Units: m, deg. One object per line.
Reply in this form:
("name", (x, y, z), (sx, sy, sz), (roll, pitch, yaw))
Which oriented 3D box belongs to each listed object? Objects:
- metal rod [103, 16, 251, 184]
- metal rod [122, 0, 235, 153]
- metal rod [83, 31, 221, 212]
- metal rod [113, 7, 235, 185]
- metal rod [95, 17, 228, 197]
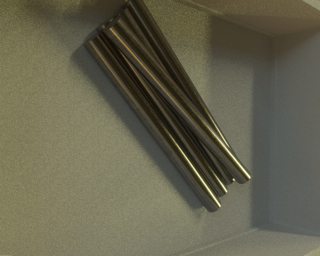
("metal rod", (0.039, -0.017, 0.404), (0.300, 0.025, 0.025), (46, 63, -30))
("metal rod", (0.043, -0.046, 0.440), (0.025, 0.025, 0.300), (-51, 120, -28))
("metal rod", (0.004, 0.010, 0.408), (0.025, 0.025, 0.300), (-51, 120, -28))
("metal rod", (0.030, -0.026, 0.430), (0.025, 0.025, 0.300), (-51, 120, -28))
("metal rod", (0.016, -0.010, 0.418), (0.025, 0.025, 0.300), (-51, 120, -28))
